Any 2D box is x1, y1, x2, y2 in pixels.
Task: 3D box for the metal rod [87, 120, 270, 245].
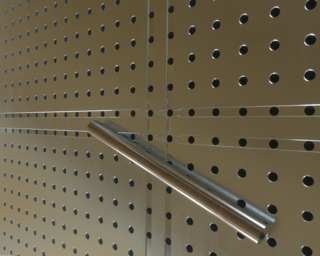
[{"bbox_3d":[0.000,0.054,0.409,0.300,0.025,0.025,27,107,36],"label":"metal rod"}]
